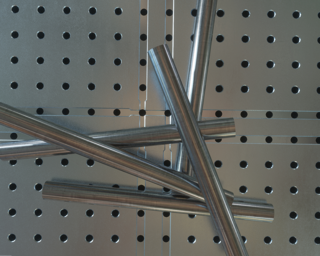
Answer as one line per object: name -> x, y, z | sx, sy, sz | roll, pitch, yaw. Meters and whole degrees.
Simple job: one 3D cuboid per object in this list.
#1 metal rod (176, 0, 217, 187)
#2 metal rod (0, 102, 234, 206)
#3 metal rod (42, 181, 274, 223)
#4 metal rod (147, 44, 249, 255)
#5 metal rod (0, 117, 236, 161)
metal rod -> 0.050, -0.070, 0.414 | 0.025, 0.025, 0.298 | 8, 90, -1
metal rod -> -0.051, 0.037, 0.377 | 0.302, 0.025, 0.025 | 22, 90, -6
metal rod -> -0.002, 0.098, 0.413 | 0.302, 0.025, 0.025 | 6, 90, -1
metal rod -> 0.051, 0.047, 0.364 | 0.025, 0.025, 0.299 | -21, 93, 0
metal rod -> -0.058, 0.015, 0.397 | 0.302, 0.025, 0.025 | -6, 90, 5
